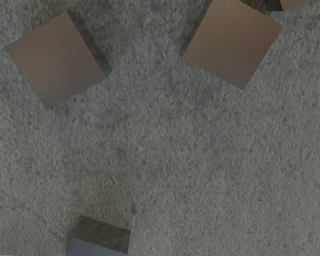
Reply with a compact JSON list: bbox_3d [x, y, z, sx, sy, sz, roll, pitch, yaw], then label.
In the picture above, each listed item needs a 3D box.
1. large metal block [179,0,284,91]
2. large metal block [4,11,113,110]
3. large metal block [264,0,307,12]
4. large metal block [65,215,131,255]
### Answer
[{"bbox_3d":[0.078,-0.102,0.360,0.080,0.050,0.080,26,108,-10],"label":"large metal block"},{"bbox_3d":[-0.115,-0.080,0.365,0.080,0.050,0.080,-26,108,9],"label":"large metal block"},{"bbox_3d":[0.150,-0.181,0.332,0.080,0.050,0.080,-23,109,8],"label":"large metal block"},{"bbox_3d":[-0.098,0.190,0.465,0.080,0.050,0.079,21,109,-8],"label":"large metal block"}]
